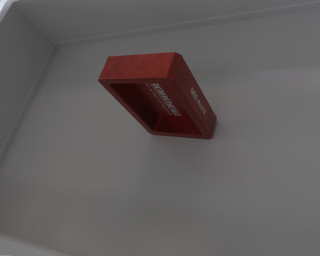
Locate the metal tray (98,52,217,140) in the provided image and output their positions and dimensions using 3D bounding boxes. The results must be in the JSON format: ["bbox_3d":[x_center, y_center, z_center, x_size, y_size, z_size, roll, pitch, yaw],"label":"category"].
[{"bbox_3d":[0.003,-0.031,0.357,0.090,0.130,0.030,4,64,30],"label":"metal tray"}]
